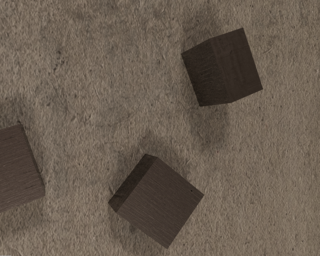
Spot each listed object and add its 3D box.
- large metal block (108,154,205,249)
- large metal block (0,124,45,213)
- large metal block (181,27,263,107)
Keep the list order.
[{"bbox_3d":[-0.005,0.090,0.395,0.080,0.050,0.080,41,77,-16],"label":"large metal block"},{"bbox_3d":[-0.177,0.046,0.331,0.081,0.050,0.080,-19,97,-19],"label":"large metal block"},{"bbox_3d":[0.079,-0.076,0.410,0.050,0.080,0.080,-23,98,-19],"label":"large metal block"}]
